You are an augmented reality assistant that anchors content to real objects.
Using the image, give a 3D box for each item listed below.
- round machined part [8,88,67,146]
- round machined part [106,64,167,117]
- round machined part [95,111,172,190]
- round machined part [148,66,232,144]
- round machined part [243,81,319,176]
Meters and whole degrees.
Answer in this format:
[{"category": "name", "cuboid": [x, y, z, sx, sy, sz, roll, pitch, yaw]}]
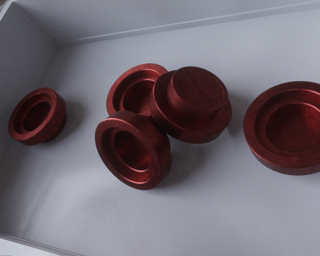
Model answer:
[{"category": "round machined part", "cuboid": [-0.193, -0.014, 0.506, 0.098, 0.042, 0.098, -13, 56, 21]}, {"category": "round machined part", "cuboid": [-0.022, -0.038, 0.430, 0.098, 0.042, 0.098, -13, 56, 21]}, {"category": "round machined part", "cuboid": [-0.027, 0.023, 0.370, 0.098, 0.097, 0.042, 12, 35, 33]}, {"category": "round machined part", "cuboid": [0.039, -0.034, 0.361, 0.099, 0.042, 0.098, 10, 52, -13]}, {"category": "round machined part", "cuboid": [0.140, 0.003, 0.319, 0.098, 0.042, 0.098, -13, 56, 21]}]
